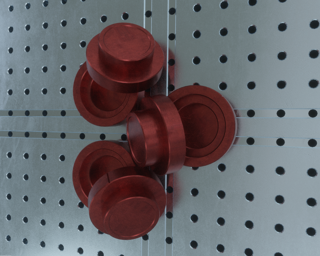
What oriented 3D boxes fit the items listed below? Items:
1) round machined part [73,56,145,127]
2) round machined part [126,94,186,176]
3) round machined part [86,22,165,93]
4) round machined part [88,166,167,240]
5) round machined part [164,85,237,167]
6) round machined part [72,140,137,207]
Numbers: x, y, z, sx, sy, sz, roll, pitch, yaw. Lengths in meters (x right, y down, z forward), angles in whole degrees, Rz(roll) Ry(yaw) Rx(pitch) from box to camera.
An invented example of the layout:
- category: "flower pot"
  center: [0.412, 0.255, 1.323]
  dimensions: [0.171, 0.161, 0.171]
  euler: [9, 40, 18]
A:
- category: "round machined part"
  center: [-0.066, -0.050, 0.426]
  dimensions: [0.098, 0.042, 0.097]
  euler: [0, 90, 20]
- category: "round machined part"
  center: [-0.011, 0.010, 0.376]
  dimensions: [0.042, 0.098, 0.098]
  euler: [-11, 85, -22]
- category: "round machined part"
  center: [-0.042, -0.094, 0.390]
  dimensions: [0.099, 0.042, 0.098]
  euler: [5, 56, -8]
- category: "round machined part"
  center: [-0.038, 0.100, 0.387]
  dimensions: [0.099, 0.042, 0.097]
  euler: [-8, 119, -14]
- category: "round machined part"
  center: [0.047, -0.003, 0.387]
  dimensions: [0.098, 0.042, 0.097]
  euler: [0, 90, 20]
- category: "round machined part"
  center: [-0.067, 0.065, 0.427]
  dimensions: [0.098, 0.042, 0.097]
  euler: [0, 90, 20]
